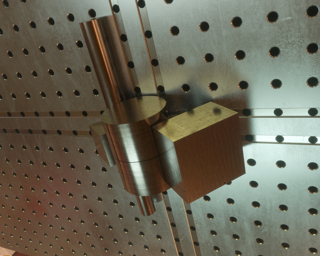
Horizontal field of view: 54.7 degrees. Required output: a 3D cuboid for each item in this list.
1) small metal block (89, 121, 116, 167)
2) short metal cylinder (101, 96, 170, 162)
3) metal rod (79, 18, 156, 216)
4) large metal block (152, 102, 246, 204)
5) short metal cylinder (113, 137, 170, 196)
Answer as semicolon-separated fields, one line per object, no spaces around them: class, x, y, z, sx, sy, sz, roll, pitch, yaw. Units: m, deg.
small metal block;-0.075;0.021;0.444;0.050;0.025;0.050;29;138;56
short metal cylinder;-0.027;-0.001;0.384;0.080;0.080;0.050;1;119;28
metal rod;-0.052;0.002;0.434;0.025;0.025;0.298;0;119;28
large metal block;0.046;0.026;0.353;0.050;0.081;0.080;35;143;57
short metal cylinder;-0.015;0.043;0.405;0.080;0.080;0.050;1;119;28
